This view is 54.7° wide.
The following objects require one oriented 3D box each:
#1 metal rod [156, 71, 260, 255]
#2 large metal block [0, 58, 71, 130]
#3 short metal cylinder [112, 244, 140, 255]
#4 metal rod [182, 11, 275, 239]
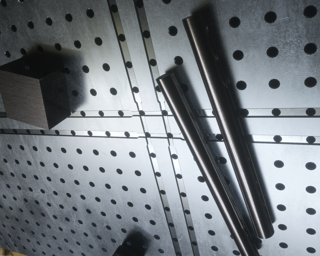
[{"bbox_3d":[0.071,0.064,0.412,0.025,0.025,0.299,-15,111,34],"label":"metal rod"},{"bbox_3d":[-0.186,-0.052,0.458,0.080,0.050,0.079,15,124,19],"label":"large metal block"},{"bbox_3d":[-0.073,0.266,0.577,0.050,0.080,0.079,30,128,9],"label":"short metal cylinder"},{"bbox_3d":[0.089,0.013,0.371,0.025,0.025,0.299,-10,114,32],"label":"metal rod"}]
